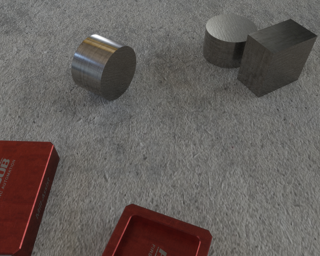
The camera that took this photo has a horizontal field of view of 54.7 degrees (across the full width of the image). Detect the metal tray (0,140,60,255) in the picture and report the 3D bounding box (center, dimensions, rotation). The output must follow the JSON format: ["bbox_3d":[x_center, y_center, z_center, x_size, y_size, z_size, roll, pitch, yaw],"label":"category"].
[{"bbox_3d":[-0.172,0.074,0.337,0.091,0.030,0.130,2,50,1],"label":"metal tray"}]

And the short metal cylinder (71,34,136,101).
[{"bbox_3d":[-0.077,-0.085,0.438,0.050,0.080,0.080,26,55,20],"label":"short metal cylinder"}]

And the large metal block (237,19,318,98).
[{"bbox_3d":[0.168,-0.102,0.454,0.081,0.080,0.050,-24,54,-19],"label":"large metal block"}]

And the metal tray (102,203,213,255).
[{"bbox_3d":[-0.014,0.143,0.279,0.090,0.030,0.130,16,52,13],"label":"metal tray"}]

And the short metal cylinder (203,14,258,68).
[{"bbox_3d":[0.113,-0.143,0.508,0.081,0.050,0.080,0,50,0],"label":"short metal cylinder"}]
